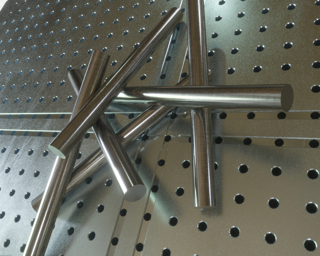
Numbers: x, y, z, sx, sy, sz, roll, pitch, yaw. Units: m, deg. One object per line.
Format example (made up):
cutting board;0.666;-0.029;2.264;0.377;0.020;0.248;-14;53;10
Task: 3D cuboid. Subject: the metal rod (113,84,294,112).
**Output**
metal rod;0.010;-0.040;0.383;0.300;0.025;0.025;7;65;46

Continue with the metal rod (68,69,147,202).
metal rod;-0.088;-0.012;0.436;0.025;0.025;0.300;-39;43;2

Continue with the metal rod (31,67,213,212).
metal rod;-0.052;0.016;0.426;0.300;0.025;0.025;-39;51;2

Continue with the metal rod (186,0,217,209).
metal rod;0.049;-0.053;0.388;0.025;0.025;0.299;-10;66;23

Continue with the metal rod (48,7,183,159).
metal rod;-0.047;-0.080;0.438;0.025;0.025;0.301;13;54;33

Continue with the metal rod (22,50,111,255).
metal rod;-0.123;0.039;0.409;0.025;0.025;0.299;11;80;33
